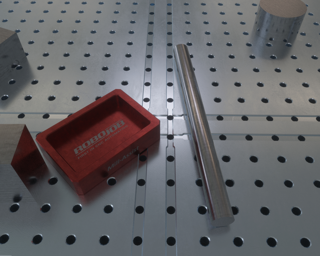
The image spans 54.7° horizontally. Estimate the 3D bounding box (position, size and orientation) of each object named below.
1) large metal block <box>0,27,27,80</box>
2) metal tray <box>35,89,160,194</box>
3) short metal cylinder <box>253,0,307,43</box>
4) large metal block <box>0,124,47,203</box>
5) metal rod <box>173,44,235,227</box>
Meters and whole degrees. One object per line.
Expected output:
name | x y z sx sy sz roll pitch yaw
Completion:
large metal block | -0.278 -0.119 0.489 0.080 0.050 0.080 19 53 15
metal tray | -0.075 0.011 0.394 0.131 0.030 0.090 -36 59 -26
short metal cylinder | 0.215 -0.198 0.559 0.080 0.050 0.080 0 50 0
large metal block | -0.181 0.040 0.337 0.081 0.080 0.050 0 50 0
metal rod | 0.050 -0.016 0.420 0.025 0.025 0.300 -5 50 -4
